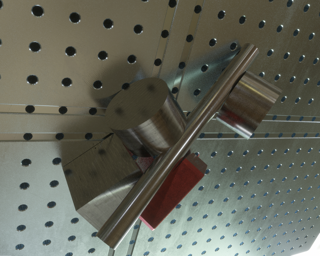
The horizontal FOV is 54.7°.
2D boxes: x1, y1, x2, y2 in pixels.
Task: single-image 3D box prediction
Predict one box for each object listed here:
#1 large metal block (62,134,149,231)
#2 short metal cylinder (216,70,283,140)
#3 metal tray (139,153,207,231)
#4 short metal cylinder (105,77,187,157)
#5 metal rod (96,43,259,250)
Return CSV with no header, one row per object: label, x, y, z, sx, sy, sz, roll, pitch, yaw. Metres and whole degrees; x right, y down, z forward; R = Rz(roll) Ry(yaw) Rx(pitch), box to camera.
large metal block,-0.064,0.064,0.381,0.080,0.080,0.050,-34,129,-6
short metal cylinder,0.120,-0.031,0.418,0.080,0.050,0.080,-51,166,-17
metal tray,0.021,0.079,0.419,0.090,0.030,0.130,-48,171,6
short metal cylinder,-0.016,-0.013,0.360,0.080,0.080,0.050,-37,130,-4
metal rod,0.033,0.006,0.365,0.301,0.025,0.025,-51,132,-20
